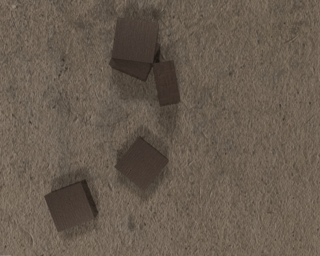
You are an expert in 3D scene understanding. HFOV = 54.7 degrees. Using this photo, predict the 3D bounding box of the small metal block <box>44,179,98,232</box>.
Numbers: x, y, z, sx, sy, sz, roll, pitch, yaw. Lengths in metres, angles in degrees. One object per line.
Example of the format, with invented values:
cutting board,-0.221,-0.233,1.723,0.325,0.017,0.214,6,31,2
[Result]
small metal block,-0.116,0.102,0.409,0.050,0.025,0.050,-21,90,-1

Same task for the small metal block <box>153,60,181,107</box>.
small metal block,0.008,-0.055,0.398,0.025,0.050,0.050,-10,90,0

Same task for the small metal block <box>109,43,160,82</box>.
small metal block,-0.033,-0.095,0.410,0.050,0.025,0.050,23,90,-1

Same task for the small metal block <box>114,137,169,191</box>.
small metal block,-0.024,0.046,0.410,0.050,0.025,0.050,39,90,-1

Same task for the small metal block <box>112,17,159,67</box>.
small metal block,-0.030,-0.106,0.385,0.050,0.025,0.050,8,90,0
